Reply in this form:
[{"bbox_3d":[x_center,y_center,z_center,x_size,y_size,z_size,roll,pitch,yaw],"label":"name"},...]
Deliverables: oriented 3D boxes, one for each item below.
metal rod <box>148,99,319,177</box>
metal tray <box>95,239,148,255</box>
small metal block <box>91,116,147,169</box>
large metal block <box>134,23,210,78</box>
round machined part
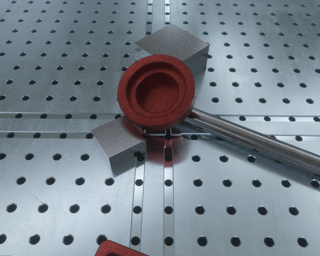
[{"bbox_3d":[0.084,0.001,0.407,0.301,0.025,0.025,23,54,17],"label":"metal rod"},{"bbox_3d":[-0.035,0.173,0.258,0.090,0.030,0.130,17,52,13],"label":"metal tray"},{"bbox_3d":[-0.052,0.017,0.393,0.050,0.025,0.050,-26,55,-21],"label":"small metal block"},{"bbox_3d":[0.018,-0.111,0.485,0.080,0.050,0.080,-36,59,-26],"label":"large metal block"},{"bbox_3d":[-0.002,-0.042,0.402,0.098,0.042,0.098,-3,72,11],"label":"round machined part"}]
